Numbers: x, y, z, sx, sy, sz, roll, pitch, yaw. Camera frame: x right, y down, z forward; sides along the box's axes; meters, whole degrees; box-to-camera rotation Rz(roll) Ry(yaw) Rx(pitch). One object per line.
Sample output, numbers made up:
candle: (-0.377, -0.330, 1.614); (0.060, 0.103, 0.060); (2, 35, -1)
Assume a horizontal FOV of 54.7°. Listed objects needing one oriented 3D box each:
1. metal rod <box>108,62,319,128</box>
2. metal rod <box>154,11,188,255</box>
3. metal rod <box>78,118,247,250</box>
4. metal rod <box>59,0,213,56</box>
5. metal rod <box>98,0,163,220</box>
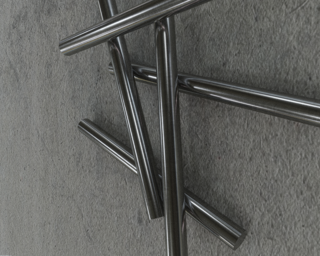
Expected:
metal rod: (0.045, -0.050, 0.368); (0.300, 0.025, 0.025); (20, 103, 38)
metal rod: (0.012, 0.008, 0.361); (0.025, 0.025, 0.298); (-5, 86, 40)
metal rod: (-0.019, 0.058, 0.420); (0.300, 0.025, 0.025); (31, 109, 35)
metal rod: (-0.020, -0.129, 0.354); (0.300, 0.025, 0.025); (-6, 86, 39)
metal rod: (-0.038, -0.035, 0.402); (0.025, 0.025, 0.299); (-24, 75, 37)
